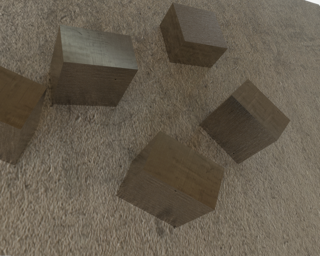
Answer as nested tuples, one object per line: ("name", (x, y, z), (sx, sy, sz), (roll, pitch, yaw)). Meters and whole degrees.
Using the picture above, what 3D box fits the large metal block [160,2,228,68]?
("large metal block", (0.054, -0.150, 0.508), (0.081, 0.050, 0.080), (1, 61, -28))

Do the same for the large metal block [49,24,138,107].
("large metal block", (-0.082, -0.069, 0.366), (0.081, 0.080, 0.050), (1, 62, -28))

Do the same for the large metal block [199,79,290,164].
("large metal block", (0.117, -0.007, 0.435), (0.080, 0.080, 0.050), (46, 51, 3))

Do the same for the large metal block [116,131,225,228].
("large metal block", (0.010, 0.059, 0.337), (0.080, 0.080, 0.050), (31, 52, -9))

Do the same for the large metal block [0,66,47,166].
("large metal block", (-0.161, -0.016, 0.291), (0.080, 0.080, 0.050), (25, 53, -13))
